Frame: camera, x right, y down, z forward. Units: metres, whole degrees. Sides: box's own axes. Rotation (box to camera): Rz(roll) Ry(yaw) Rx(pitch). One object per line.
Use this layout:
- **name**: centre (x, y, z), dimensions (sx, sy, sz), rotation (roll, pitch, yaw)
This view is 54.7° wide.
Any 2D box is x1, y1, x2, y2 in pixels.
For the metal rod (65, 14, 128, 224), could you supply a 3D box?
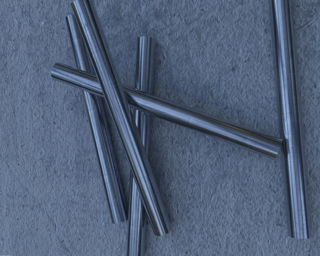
- **metal rod**: centre (-0.090, -0.016, 0.440), dimensions (0.025, 0.025, 0.298), rotation (-16, 85, 19)

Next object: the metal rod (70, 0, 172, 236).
- **metal rod**: centre (-0.042, -0.004, 0.378), dimensions (0.025, 0.025, 0.298), rotation (-14, 102, 19)

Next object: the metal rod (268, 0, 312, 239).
- **metal rod**: centre (0.148, -0.027, 0.356), dimensions (0.025, 0.025, 0.298), rotation (-5, 88, 20)

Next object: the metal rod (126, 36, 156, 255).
- **metal rod**: centre (-0.026, 0.029, 0.418), dimensions (0.025, 0.025, 0.298), rotation (3, 91, 20)

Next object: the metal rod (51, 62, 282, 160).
- **metal rod**: centre (-0.004, -0.027, 0.384), dimensions (0.301, 0.025, 0.025), rotation (21, 97, 15)
